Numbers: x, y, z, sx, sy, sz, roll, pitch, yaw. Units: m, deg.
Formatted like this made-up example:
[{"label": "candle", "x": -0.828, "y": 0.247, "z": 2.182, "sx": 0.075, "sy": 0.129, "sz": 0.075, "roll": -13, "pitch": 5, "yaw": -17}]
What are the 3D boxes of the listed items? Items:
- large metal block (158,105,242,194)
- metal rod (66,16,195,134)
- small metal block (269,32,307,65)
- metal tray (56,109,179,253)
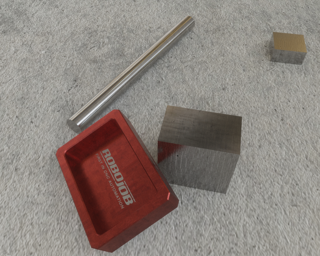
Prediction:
[{"label": "large metal block", "x": 0.042, "y": 0.026, "z": 0.347, "sx": 0.080, "sy": 0.080, "sz": 0.050, "roll": 9, "pitch": 51, "yaw": 7}, {"label": "metal rod", "x": -0.029, "y": -0.098, "z": 0.484, "sx": 0.025, "sy": 0.025, "sz": 0.301, "roll": 27, "pitch": 55, "yaw": 20}, {"label": "small metal block", "x": 0.213, "y": -0.134, "z": 0.519, "sx": 0.050, "sy": 0.025, "sz": 0.050, "roll": 8, "pitch": 50, "yaw": 6}, {"label": "metal tray", "x": -0.051, "y": 0.052, "z": 0.334, "sx": 0.090, "sy": 0.030, "sz": 0.130, "roll": -35, "pitch": 56, "yaw": 1}]
